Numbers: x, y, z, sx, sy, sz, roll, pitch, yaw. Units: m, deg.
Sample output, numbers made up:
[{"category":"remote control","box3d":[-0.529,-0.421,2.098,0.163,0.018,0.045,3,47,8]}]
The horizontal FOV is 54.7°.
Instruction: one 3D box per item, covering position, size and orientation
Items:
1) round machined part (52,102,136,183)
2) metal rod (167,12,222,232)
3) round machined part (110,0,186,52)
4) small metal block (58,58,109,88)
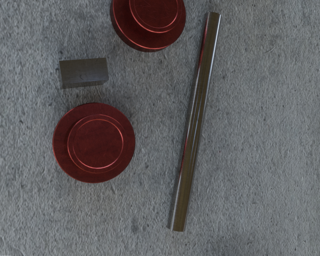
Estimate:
[{"category":"round machined part","box3d":[-0.077,0.018,0.372,0.099,0.042,0.097,0,90,-20]},{"category":"metal rod","box3d":[0.048,-0.011,0.426,0.025,0.025,0.298,12,86,-20]},{"category":"round machined part","box3d":[-0.011,-0.150,0.396,0.099,0.042,0.097,0,90,-20]},{"category":"small metal block","box3d":[-0.091,-0.063,0.362,0.050,0.050,0.025,-9,93,-20]}]
